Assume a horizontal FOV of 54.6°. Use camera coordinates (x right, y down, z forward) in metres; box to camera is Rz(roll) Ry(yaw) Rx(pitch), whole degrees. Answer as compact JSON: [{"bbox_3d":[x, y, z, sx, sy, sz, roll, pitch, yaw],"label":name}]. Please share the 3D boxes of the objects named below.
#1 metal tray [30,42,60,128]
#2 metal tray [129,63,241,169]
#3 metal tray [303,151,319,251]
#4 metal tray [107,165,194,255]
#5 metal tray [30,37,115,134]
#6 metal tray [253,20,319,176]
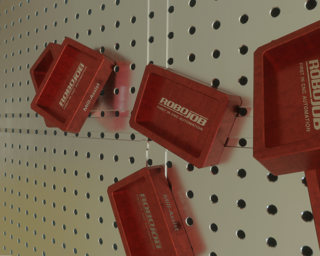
[{"bbox_3d":[-0.189,-0.077,0.563,0.090,0.030,0.130,-37,68,34],"label":"metal tray"},{"bbox_3d":[0.025,-0.019,0.386,0.130,0.030,0.089,29,108,36],"label":"metal tray"},{"bbox_3d":[0.167,0.076,0.228,0.090,0.030,0.129,-14,81,40],"label":"metal tray"},{"bbox_3d":[-0.017,0.127,0.421,0.090,0.030,0.130,-32,70,35],"label":"metal tray"},{"bbox_3d":[-0.140,-0.068,0.491,0.090,0.030,0.130,30,94,25],"label":"metal tray"},{"bbox_3d":[0.127,-0.031,0.260,0.090,0.030,0.130,-19,46,38],"label":"metal tray"}]
